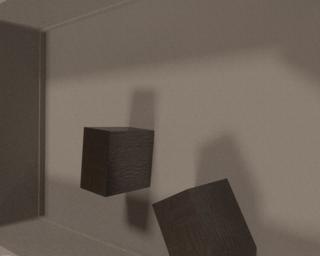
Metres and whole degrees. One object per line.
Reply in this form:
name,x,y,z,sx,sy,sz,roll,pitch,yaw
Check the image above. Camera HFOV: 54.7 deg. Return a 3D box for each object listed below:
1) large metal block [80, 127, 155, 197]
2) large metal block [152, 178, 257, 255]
large metal block,-0.056,0.041,0.415,0.050,0.081,0.079,7,95,39
large metal block,0.048,0.105,0.330,0.050,0.081,0.080,-33,70,35
